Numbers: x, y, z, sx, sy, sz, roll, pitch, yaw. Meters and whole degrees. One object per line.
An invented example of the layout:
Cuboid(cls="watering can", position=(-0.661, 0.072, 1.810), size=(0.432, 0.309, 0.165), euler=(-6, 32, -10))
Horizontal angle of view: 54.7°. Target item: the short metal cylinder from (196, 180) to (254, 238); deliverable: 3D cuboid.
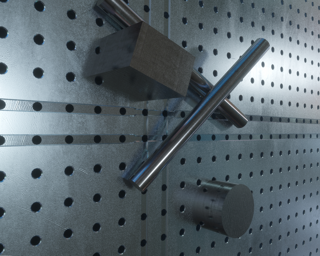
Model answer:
Cuboid(cls="short metal cylinder", position=(0.102, 0.124, 0.481), size=(0.081, 0.050, 0.079), euler=(0, 90, -40))

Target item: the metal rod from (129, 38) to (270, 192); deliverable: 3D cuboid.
Cuboid(cls="metal rod", position=(0.067, -0.030, 0.439), size=(0.301, 0.025, 0.025), euler=(-47, 119, -21))

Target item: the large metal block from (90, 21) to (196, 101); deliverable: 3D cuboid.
Cuboid(cls="large metal block", position=(-0.020, -0.071, 0.358), size=(0.080, 0.080, 0.050), euler=(24, 75, -38))

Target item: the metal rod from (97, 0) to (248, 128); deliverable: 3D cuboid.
Cuboid(cls="metal rod", position=(0.037, -0.081, 0.441), size=(0.301, 0.025, 0.025), euler=(35, 69, -35))
